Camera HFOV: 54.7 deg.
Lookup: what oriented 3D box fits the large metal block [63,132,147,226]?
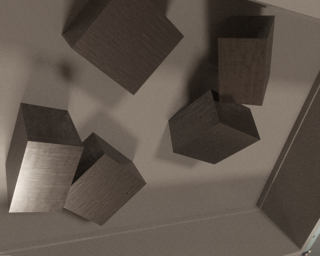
[{"bbox_3d":[-0.079,0.066,0.391,0.080,0.050,0.080,-44,130,2],"label":"large metal block"}]

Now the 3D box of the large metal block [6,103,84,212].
[{"bbox_3d":[-0.125,0.030,0.324,0.050,0.080,0.079,10,114,-33],"label":"large metal block"}]

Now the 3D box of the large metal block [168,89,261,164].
[{"bbox_3d":[0.071,0.003,0.413,0.080,0.050,0.080,19,139,-36],"label":"large metal block"}]

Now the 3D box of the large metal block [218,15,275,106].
[{"bbox_3d":[0.105,-0.083,0.374,0.080,0.050,0.079,-57,147,-47],"label":"large metal block"}]

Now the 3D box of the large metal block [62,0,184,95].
[{"bbox_3d":[-0.037,-0.094,0.315,0.080,0.050,0.080,-49,129,6],"label":"large metal block"}]
